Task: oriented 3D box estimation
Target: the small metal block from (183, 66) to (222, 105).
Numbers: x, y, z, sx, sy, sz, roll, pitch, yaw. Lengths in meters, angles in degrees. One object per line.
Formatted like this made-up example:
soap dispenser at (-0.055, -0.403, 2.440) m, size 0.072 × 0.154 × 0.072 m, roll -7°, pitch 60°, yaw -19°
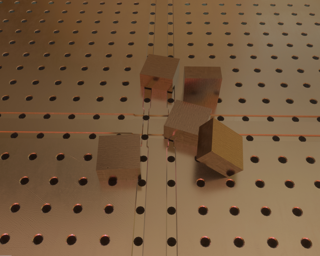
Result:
small metal block at (0.059, -0.060, 0.442) m, size 0.050 × 0.050 × 0.025 m, roll 1°, pitch 50°, yaw 1°

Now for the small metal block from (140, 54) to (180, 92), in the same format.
small metal block at (0.001, -0.086, 0.480) m, size 0.050 × 0.025 × 0.050 m, roll 11°, pitch 51°, yaw 9°

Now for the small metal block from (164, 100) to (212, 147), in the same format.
small metal block at (0.037, -0.006, 0.414) m, size 0.050 × 0.025 × 0.050 m, roll 16°, pitch 52°, yaw 13°

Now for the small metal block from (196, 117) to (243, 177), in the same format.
small metal block at (0.073, 0.024, 0.372) m, size 0.050 × 0.025 × 0.050 m, roll 31°, pitch 47°, yaw -22°

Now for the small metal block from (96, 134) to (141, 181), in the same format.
small metal block at (-0.049, 0.036, 0.378) m, size 0.050 × 0.025 × 0.050 m, roll -2°, pitch 50°, yaw -2°
